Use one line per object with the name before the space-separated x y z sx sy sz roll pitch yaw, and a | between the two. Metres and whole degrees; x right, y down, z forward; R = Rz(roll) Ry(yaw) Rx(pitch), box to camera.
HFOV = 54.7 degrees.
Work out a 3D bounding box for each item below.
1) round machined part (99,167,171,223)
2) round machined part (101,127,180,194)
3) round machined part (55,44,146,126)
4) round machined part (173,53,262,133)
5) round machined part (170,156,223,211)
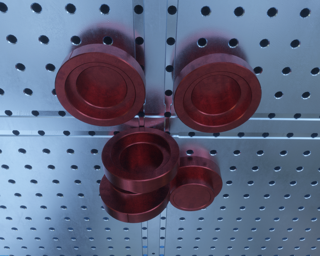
round machined part | -0.035 0.078 0.429 0.099 0.098 0.042 -1 131 0
round machined part | -0.024 0.045 0.402 0.099 0.098 0.042 -1 129 0
round machined part | -0.065 -0.052 0.355 0.099 0.042 0.097 -1 130 0
round machined part | 0.065 -0.044 0.364 0.099 0.042 0.097 -1 130 0
round machined part | 0.048 0.092 0.480 0.099 0.042 0.097 -1 130 0
